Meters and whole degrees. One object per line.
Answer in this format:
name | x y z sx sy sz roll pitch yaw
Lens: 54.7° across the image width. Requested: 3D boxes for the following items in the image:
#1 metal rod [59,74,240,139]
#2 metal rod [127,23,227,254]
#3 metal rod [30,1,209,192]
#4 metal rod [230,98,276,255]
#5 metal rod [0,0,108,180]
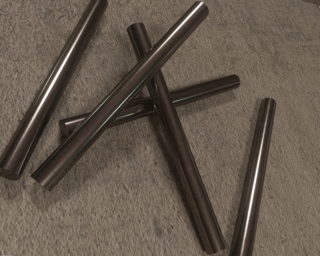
metal rod | 0.009 -0.038 0.433 0.302 0.025 0.025 -19 72 -36
metal rod | 0.016 0.003 0.387 0.025 0.025 0.299 -12 75 -33
metal rod | -0.032 -0.053 0.364 0.025 0.025 0.301 40 68 -2
metal rod | 0.137 0.064 0.440 0.025 0.025 0.301 32 51 -8
metal rod | -0.119 -0.074 0.385 0.025 0.025 0.300 24 53 -14
